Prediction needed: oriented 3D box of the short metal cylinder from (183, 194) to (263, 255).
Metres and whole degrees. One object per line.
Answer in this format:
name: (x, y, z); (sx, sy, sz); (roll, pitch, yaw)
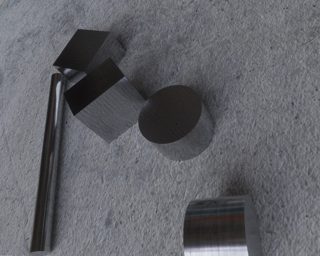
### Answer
short metal cylinder: (0.059, 0.102, 0.275); (0.050, 0.080, 0.080); (-11, 57, 22)

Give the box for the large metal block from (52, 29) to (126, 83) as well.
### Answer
large metal block: (-0.118, -0.117, 0.521); (0.080, 0.050, 0.080); (17, 70, 34)

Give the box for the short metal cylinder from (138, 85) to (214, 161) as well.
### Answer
short metal cylinder: (0.021, -0.006, 0.380); (0.080, 0.050, 0.080); (-13, 56, 21)

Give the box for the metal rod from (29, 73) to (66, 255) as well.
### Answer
metal rod: (-0.166, 0.033, 0.469); (0.025, 0.025, 0.299); (-19, 54, 17)

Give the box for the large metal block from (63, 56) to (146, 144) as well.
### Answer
large metal block: (-0.069, -0.036, 0.427); (0.080, 0.080, 0.050); (-38, 51, 3)
